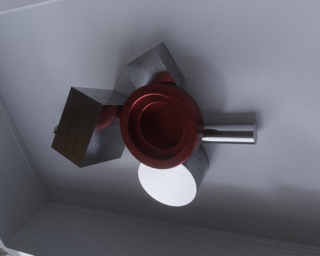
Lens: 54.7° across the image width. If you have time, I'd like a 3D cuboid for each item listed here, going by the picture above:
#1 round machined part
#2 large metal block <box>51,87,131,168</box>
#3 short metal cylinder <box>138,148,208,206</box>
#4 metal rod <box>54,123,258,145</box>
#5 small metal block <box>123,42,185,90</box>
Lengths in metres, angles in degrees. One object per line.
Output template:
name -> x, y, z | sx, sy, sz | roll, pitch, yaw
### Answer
round machined part -> 0.005, -0.004, 0.364 | 0.098, 0.042, 0.097 | 6, 104, 27
large metal block -> -0.078, -0.003, 0.390 | 0.050, 0.080, 0.079 | 30, 106, 23
short metal cylinder -> 0.018, 0.057, 0.413 | 0.080, 0.050, 0.079 | 13, 124, 20
metal rod -> -0.025, 0.006, 0.420 | 0.300, 0.025, 0.025 | 0, 119, 27
small metal block -> -0.007, -0.066, 0.369 | 0.050, 0.025, 0.050 | -23, 107, 36
